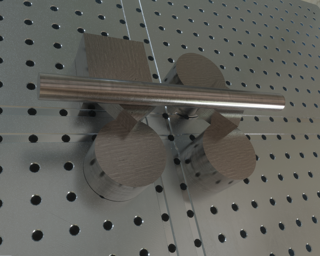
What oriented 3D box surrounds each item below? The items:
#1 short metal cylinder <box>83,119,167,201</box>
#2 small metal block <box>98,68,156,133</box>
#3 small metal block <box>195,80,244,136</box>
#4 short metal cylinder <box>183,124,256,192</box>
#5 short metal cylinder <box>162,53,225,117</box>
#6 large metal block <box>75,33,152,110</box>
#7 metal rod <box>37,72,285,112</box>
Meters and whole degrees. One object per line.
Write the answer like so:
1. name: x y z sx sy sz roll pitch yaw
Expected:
1. short metal cylinder: -0.040 0.036 0.347 0.081 0.050 0.080 14 56 -21
2. small metal block: -0.033 -0.032 0.346 0.050 0.025 0.050 42 51 1
3. small metal block: 0.081 -0.027 0.404 0.050 0.025 0.050 35 51 -5
4. short metal cylinder: 0.078 0.039 0.410 0.081 0.050 0.080 14 56 -21
5. short metal cylinder: 0.048 -0.063 0.456 0.081 0.050 0.080 14 56 -21
6. large metal block: -0.061 -0.070 0.401 0.081 0.050 0.080 1 61 -28
7. metal rod: 0.025 -0.036 0.347 0.303 0.025 0.025 1 62 -28
